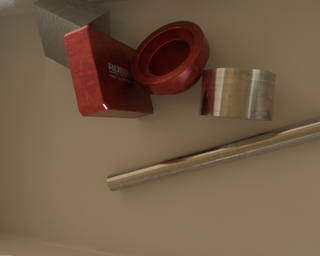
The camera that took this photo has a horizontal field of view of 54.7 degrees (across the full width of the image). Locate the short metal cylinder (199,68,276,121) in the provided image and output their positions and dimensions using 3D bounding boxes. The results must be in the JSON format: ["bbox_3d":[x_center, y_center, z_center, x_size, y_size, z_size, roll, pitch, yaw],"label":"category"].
[{"bbox_3d":[0.087,-0.036,0.350,0.080,0.080,0.050,5,92,19],"label":"short metal cylinder"}]

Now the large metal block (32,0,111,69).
[{"bbox_3d":[-0.113,-0.125,0.414,0.080,0.050,0.080,29,144,17],"label":"large metal block"}]

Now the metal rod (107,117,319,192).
[{"bbox_3d":[0.069,0.034,0.385,0.301,0.025,0.025,-17,84,18],"label":"metal rod"}]

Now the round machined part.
[{"bbox_3d":[0.016,-0.080,0.380,0.098,0.042,0.098,-18,52,24],"label":"round machined part"}]

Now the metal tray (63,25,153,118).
[{"bbox_3d":[-0.055,-0.059,0.373,0.030,0.130,0.090,-15,85,20],"label":"metal tray"}]
